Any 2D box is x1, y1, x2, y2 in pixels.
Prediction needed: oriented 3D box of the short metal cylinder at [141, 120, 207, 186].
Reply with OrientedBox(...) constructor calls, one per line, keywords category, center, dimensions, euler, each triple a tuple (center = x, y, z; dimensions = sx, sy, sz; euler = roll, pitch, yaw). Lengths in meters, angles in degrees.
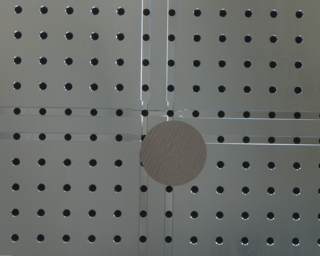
OrientedBox(category="short metal cylinder", center=(0.017, 0.031, 0.401), dimensions=(0.080, 0.050, 0.080), euler=(0, 90, 0))
